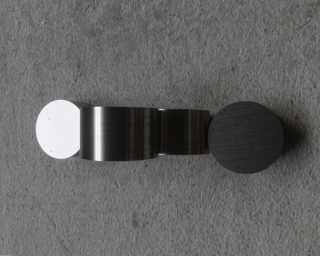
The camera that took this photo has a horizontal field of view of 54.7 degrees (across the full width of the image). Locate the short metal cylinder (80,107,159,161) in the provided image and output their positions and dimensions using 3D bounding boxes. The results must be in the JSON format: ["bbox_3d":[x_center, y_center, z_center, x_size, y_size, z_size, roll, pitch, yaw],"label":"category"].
[{"bbox_3d":[-0.042,0.004,0.322,0.080,0.080,0.050,1,92,20],"label":"short metal cylinder"}]

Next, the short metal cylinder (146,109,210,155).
[{"bbox_3d":[0.020,0.005,0.374,0.080,0.080,0.050,0,90,20],"label":"short metal cylinder"}]

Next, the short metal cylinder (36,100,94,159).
[{"bbox_3d":[-0.126,0.002,0.441,0.080,0.050,0.080,0,90,19],"label":"short metal cylinder"}]

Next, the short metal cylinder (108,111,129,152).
[{"bbox_3d":[-0.056,0.003,0.401,0.080,0.080,0.050,0,90,20],"label":"short metal cylinder"}]

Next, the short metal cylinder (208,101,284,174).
[{"bbox_3d":[0.100,0.010,0.361,0.080,0.050,0.080,0,91,19],"label":"short metal cylinder"}]
